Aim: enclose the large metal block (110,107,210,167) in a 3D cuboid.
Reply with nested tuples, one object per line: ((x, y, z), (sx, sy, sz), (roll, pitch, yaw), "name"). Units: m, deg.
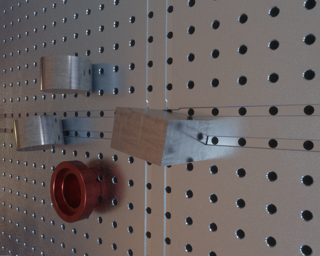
((0.001, 0.007, 0.373), (0.080, 0.081, 0.050), (15, 100, 39), "large metal block")

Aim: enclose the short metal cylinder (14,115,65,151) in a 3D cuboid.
((-0.214, 0.010, 0.551), (0.080, 0.081, 0.050), (-15, 80, 39), "short metal cylinder")

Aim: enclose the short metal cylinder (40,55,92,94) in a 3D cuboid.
((-0.150, -0.083, 0.498), (0.080, 0.081, 0.050), (0, 90, 40), "short metal cylinder")

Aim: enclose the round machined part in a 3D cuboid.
((-0.135, 0.102, 0.510), (0.098, 0.042, 0.097), (0, 90, 40), "round machined part")
